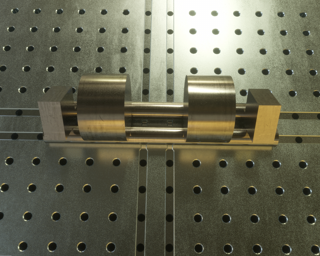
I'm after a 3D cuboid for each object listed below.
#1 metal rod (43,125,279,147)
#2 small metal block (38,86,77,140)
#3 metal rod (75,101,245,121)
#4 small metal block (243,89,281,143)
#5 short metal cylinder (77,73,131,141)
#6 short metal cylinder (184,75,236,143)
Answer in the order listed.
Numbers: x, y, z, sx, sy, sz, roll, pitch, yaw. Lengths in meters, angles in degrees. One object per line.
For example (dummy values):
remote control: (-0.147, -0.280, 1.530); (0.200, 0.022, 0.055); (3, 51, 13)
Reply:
metal rod: (0.001, 0.010, 0.408); (0.302, 0.025, 0.025); (1, 70, 0)
small metal block: (-0.124, -0.019, 0.381); (0.025, 0.050, 0.050); (1, 28, 1)
metal rod: (0.004, -0.023, 0.420); (0.302, 0.025, 0.025); (1, 70, 0)
small metal block: (0.124, -0.016, 0.381); (0.025, 0.050, 0.050); (0, 29, 1)
short metal cylinder: (-0.063, -0.024, 0.368); (0.050, 0.080, 0.080); (1, 70, 0)
short metal cylinder: (0.056, -0.022, 0.368); (0.050, 0.080, 0.080); (1, 70, 0)
